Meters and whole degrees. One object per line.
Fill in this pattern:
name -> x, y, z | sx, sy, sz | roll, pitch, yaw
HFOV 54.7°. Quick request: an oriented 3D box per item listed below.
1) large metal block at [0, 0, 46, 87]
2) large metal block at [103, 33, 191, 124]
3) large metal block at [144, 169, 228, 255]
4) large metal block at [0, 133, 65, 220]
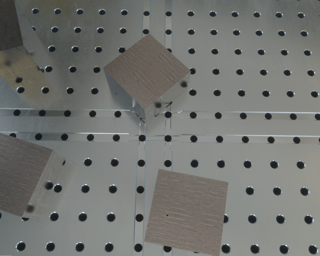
large metal block -> -0.202, -0.115, 0.422 | 0.050, 0.080, 0.080 | -17, 71, -6
large metal block -> -0.017, -0.067, 0.423 | 0.080, 0.050, 0.080 | -41, 75, -14
large metal block -> 0.030, 0.099, 0.363 | 0.080, 0.050, 0.080 | 11, 70, 3
large metal block -> -0.176, 0.058, 0.375 | 0.080, 0.050, 0.080 | 17, 71, 6
